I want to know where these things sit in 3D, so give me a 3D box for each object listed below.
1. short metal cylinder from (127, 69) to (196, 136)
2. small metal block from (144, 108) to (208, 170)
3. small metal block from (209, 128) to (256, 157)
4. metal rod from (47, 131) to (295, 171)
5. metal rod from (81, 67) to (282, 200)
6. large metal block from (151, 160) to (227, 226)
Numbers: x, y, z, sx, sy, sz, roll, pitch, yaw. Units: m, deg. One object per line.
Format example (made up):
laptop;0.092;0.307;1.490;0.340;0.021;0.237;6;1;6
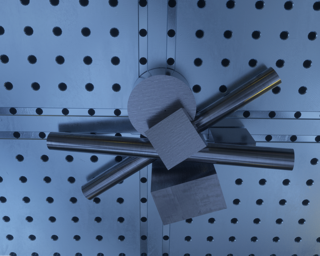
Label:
short metal cylinder;0.002;-0.031;0.385;0.081;0.050;0.079;0;109;0
small metal block;0.019;0.012;0.352;0.050;0.025;0.050;-34;84;11
small metal block;0.092;0.020;0.405;0.050;0.050;0.025;1;110;1
metal rod;0.003;0.026;0.382;0.301;0.025;0.025;4;111;12
metal rod;0.020;0.013;0.415;0.300;0.025;0.025;-32;107;11
large metal block;0.035;0.072;0.406;0.080;0.080;0.050;-17;109;6
